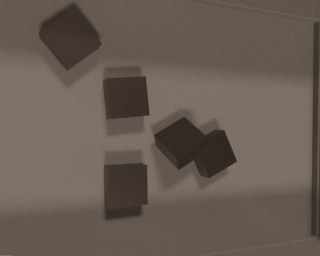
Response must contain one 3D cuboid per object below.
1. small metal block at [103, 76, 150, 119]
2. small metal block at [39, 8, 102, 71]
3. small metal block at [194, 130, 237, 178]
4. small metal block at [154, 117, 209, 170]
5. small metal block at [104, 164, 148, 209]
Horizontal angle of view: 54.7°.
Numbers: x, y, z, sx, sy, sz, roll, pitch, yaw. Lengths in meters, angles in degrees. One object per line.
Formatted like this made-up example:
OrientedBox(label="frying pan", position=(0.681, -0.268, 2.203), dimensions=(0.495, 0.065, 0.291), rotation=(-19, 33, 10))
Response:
OrientedBox(label="small metal block", position=(-0.043, -0.038, 0.395), dimensions=(0.050, 0.025, 0.050), rotation=(-6, 92, -20))
OrientedBox(label="small metal block", position=(-0.107, -0.105, 0.371), dimensions=(0.050, 0.025, 0.050), rotation=(-41, 103, -16))
OrientedBox(label="small metal block", position=(0.074, 0.036, 0.439), dimensions=(0.050, 0.025, 0.050), rotation=(-27, 99, -18))
OrientedBox(label="small metal block", position=(0.028, 0.019, 0.407), dimensions=(0.050, 0.050, 0.025), rotation=(-31, 141, -18))
OrientedBox(label="small metal block", position=(-0.044, 0.072, 0.395), dimensions=(0.050, 0.025, 0.050), rotation=(-1, 91, -21))
